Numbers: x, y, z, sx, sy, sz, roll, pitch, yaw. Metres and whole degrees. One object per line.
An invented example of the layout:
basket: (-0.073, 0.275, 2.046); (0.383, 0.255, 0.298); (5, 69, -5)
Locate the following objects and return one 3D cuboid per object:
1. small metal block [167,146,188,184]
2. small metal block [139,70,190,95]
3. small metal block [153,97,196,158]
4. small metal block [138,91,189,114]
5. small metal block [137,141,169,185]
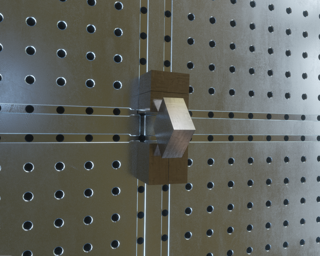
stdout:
small metal block: (0.014, 0.044, 0.404); (0.025, 0.050, 0.050); (2, 90, -20)
small metal block: (0.004, -0.056, 0.401); (0.050, 0.050, 0.025); (2, 90, -20)
small metal block: (0.015, 0.000, 0.362); (0.025, 0.050, 0.050); (1, 48, -20)
small metal block: (0.003, -0.031, 0.401); (0.050, 0.050, 0.025); (2, 90, -20)
small metal block: (-0.010, 0.043, 0.396); (0.025, 0.050, 0.050); (2, 90, -20)
